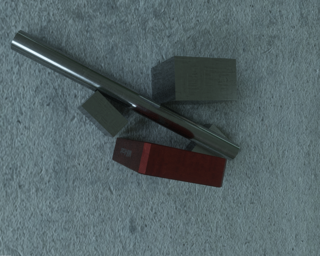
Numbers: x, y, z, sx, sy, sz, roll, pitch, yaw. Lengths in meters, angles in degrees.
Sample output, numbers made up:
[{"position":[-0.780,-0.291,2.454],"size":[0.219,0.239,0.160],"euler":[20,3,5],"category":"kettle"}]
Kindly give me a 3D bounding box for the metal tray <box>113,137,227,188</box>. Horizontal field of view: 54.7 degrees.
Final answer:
[{"position":[0.004,0.036,0.357],"size":[0.091,0.130,0.030],"euler":[13,86,-20],"category":"metal tray"}]

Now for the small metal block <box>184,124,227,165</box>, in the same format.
[{"position":[0.071,0.029,0.438],"size":[0.050,0.025,0.050],"euler":[43,76,-15],"category":"small metal block"}]

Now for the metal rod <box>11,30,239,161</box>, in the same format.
[{"position":[-0.031,-0.034,0.385],"size":[0.301,0.025,0.025],"euler":[27,81,-13],"category":"metal rod"}]

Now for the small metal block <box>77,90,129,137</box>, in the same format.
[{"position":[-0.070,-0.016,0.371],"size":[0.050,0.050,0.025],"euler":[46,76,-15],"category":"small metal block"}]

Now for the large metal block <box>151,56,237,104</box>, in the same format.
[{"position":[0.041,-0.057,0.396],"size":[0.081,0.080,0.050],"euler":[-2,91,-20],"category":"large metal block"}]
